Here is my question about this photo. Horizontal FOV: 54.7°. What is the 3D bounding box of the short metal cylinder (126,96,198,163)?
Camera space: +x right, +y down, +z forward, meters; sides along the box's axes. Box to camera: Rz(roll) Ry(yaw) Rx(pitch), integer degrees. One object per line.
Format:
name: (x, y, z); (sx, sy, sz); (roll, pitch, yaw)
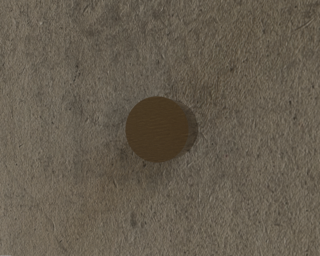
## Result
short metal cylinder: (0.004, 0.002, 0.395); (0.080, 0.050, 0.079); (0, 90, 19)
